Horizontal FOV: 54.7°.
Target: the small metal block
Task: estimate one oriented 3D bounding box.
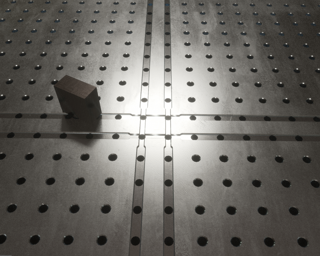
[{"bbox_3d":[-0.111,-0.038,0.422,0.050,0.050,0.025,23,54,18],"label":"small metal block"}]
